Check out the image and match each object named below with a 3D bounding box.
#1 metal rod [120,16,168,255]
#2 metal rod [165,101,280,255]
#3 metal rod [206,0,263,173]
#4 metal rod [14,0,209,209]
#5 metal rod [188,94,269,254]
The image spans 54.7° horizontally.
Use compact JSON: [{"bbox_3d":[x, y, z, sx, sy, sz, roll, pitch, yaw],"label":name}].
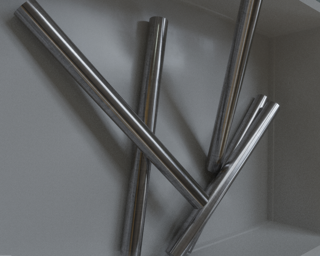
[{"bbox_3d":[-0.019,0.007,0.392,0.025,0.025,0.298,11,83,-40],"label":"metal rod"},{"bbox_3d":[0.106,0.066,0.468,0.301,0.025,0.025,-49,119,-26],"label":"metal rod"},{"bbox_3d":[0.098,-0.067,0.409,0.025,0.025,0.298,-20,128,-39],"label":"metal rod"},{"bbox_3d":[-0.039,-0.011,0.350,0.300,0.025,0.025,49,61,-20],"label":"metal rod"},{"bbox_3d":[0.110,0.059,0.501,0.025,0.025,0.301,50,60,-29],"label":"metal rod"}]
